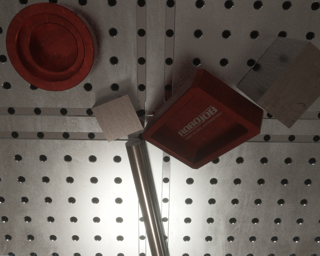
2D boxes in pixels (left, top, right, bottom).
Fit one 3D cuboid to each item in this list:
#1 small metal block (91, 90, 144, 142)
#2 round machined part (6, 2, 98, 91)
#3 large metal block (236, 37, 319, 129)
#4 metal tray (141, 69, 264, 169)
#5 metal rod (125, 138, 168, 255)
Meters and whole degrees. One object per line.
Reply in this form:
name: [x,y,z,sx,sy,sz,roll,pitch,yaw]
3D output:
small metal block: [-0.054,-0.016,0.407,0.050,0.025,0.050,-21,109,7]
round machined part: [-0.123,-0.096,0.367,0.099,0.042,0.097,0,110,-1]
large metal block: [0.146,-0.057,0.364,0.050,0.080,0.080,35,105,-13]
metal tray: [0.045,-0.003,0.372,0.090,0.030,0.129,32,143,-12]
metal rod: [-0.009,0.157,0.471,0.025,0.025,0.298,-10,110,3]
